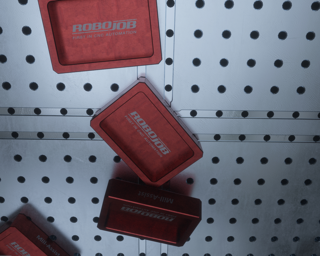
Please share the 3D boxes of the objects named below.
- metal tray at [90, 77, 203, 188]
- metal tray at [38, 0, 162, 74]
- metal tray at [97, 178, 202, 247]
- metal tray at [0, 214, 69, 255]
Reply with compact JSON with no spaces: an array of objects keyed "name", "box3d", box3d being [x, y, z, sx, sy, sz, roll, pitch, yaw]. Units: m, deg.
[{"name":"metal tray","box3d":[-0.016,0.010,0.414,0.090,0.030,0.130,-37,107,12]},{"name":"metal tray","box3d":[-0.066,-0.117,0.366,0.131,0.030,0.089,-5,110,1]},{"name":"metal tray","box3d":[-0.017,0.122,0.438,0.131,0.030,0.089,15,133,-6]},{"name":"metal tray","box3d":[-0.207,0.206,0.483,0.090,0.030,0.130,-36,107,12]}]
